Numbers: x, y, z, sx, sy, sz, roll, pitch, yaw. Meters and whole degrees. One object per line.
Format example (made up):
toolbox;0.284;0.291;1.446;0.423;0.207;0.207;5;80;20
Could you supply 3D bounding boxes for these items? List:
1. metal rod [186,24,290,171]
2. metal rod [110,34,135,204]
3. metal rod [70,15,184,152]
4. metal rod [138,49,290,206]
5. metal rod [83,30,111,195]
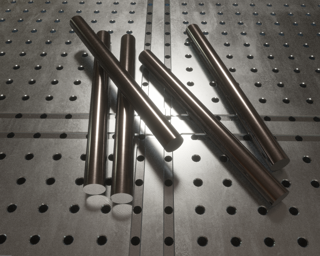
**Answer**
metal rod;0.101;-0.066;0.464;0.025;0.025;0.300;-13;51;-11
metal rod;-0.048;-0.037;0.437;0.025;0.025;0.300;-2;50;-2
metal rod;-0.061;-0.079;0.439;0.025;0.025;0.300;-25;55;-20
metal rod;0.055;-0.019;0.424;0.025;0.025;0.300;-25;55;-20
metal rod;-0.086;-0.045;0.444;0.025;0.025;0.300;-3;50;-3
